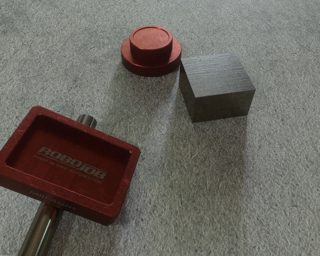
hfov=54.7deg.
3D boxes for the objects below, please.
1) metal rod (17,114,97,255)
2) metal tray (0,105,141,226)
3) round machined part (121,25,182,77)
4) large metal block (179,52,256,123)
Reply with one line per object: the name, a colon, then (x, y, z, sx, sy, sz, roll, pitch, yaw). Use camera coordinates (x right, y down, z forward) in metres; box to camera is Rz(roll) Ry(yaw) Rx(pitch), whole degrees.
metal rod: (-0.119, 0.104, 0.314, 0.025, 0.025, 0.300, 7, 50, 5)
metal tray: (-0.096, 0.039, 0.335, 0.131, 0.030, 0.090, 24, 49, -7)
round machined part: (-0.014, -0.130, 0.501, 0.099, 0.042, 0.098, 0, 50, 0)
large metal block: (0.076, -0.058, 0.437, 0.081, 0.050, 0.080, -8, 51, -7)
